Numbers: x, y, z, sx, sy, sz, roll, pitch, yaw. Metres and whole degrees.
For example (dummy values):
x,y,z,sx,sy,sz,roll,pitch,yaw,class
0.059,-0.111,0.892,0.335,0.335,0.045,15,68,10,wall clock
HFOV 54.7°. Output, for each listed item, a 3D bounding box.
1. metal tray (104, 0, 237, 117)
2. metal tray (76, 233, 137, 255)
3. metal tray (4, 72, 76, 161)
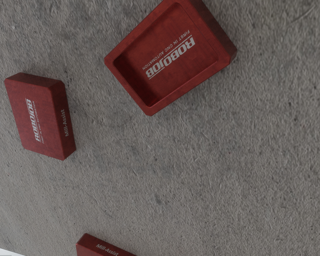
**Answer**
x,y,z,sx,sy,sz,roll,pitch,yaw,class
0.007,-0.080,0.349,0.130,0.030,0.090,-32,101,38,metal tray
-0.106,0.276,0.630,0.130,0.030,0.089,16,125,18,metal tray
-0.188,-0.017,0.492,0.090,0.030,0.129,13,124,20,metal tray
